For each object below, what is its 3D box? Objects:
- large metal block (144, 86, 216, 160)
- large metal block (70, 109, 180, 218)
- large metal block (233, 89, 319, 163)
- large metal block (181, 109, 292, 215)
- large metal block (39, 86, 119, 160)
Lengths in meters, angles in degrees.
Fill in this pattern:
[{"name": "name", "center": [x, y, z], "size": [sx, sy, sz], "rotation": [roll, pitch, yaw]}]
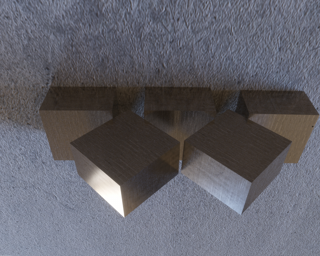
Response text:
[{"name": "large metal block", "center": [0.022, -0.005, 0.389], "size": [0.081, 0.050, 0.079], "rotation": [1, 130, -1]}, {"name": "large metal block", "center": [-0.036, 0.034, 0.335], "size": [0.081, 0.080, 0.050], "rotation": [-34, 141, -33]}, {"name": "large metal block", "center": [0.139, -0.001, 0.394], "size": [0.081, 0.050, 0.079], "rotation": [1, 130, -2]}, {"name": "large metal block", "center": [0.081, 0.033, 0.339], "size": [0.080, 0.081, 0.050], "rotation": [33, 138, 32]}, {"name": "large metal block", "center": [-0.094, -0.005, 0.387], "size": [0.081, 0.050, 0.079], "rotation": [0, 130, -1]}]
